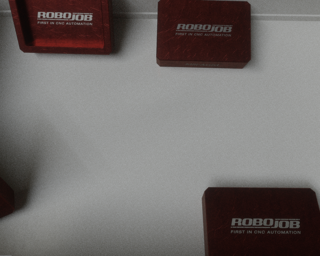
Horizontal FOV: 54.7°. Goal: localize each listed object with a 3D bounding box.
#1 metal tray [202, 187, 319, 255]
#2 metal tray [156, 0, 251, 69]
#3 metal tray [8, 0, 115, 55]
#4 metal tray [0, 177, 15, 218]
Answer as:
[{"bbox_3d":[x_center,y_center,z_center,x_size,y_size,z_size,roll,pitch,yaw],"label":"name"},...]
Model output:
[{"bbox_3d":[0.117,0.116,0.357,0.131,0.030,0.090,1,60,0],"label":"metal tray"},{"bbox_3d":[0.061,-0.135,0.446,0.131,0.030,0.090,2,84,0],"label":"metal tray"},{"bbox_3d":[-0.132,-0.151,0.429,0.131,0.089,0.030,2,33,0],"label":"metal tray"},{"bbox_3d":[-0.230,0.064,0.329,0.091,0.129,0.030,-22,45,-8],"label":"metal tray"}]
